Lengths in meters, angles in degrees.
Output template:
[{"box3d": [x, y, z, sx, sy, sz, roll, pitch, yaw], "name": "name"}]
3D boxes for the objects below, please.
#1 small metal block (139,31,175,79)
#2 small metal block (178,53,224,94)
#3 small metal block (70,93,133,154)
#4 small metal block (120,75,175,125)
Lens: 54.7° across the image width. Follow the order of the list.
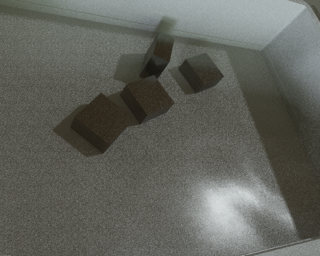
[{"box3d": [-0.005, -0.103, 0.451, 0.025, 0.050, 0.050, 23, 53, -15], "name": "small metal block"}, {"box3d": [0.066, -0.089, 0.498, 0.050, 0.025, 0.050, -25, 76, -37], "name": "small metal block"}, {"box3d": [-0.070, -0.006, 0.373, 0.050, 0.025, 0.050, 39, 51, -2], "name": "small metal block"}, {"box3d": [-0.017, -0.039, 0.422, 0.050, 0.025, 0.050, -27, 77, -37], "name": "small metal block"}]
